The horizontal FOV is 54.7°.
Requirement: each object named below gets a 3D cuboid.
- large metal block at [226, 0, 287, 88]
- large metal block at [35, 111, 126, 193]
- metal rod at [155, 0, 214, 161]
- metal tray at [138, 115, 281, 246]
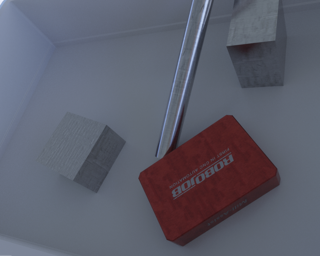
[{"bbox_3d":[0.120,-0.105,0.371,0.050,0.080,0.080,0,62,28],"label":"large metal block"},{"bbox_3d":[-0.108,0.032,0.425,0.080,0.050,0.080,17,70,34],"label":"large metal block"},{"bbox_3d":[0.040,-0.107,0.365,0.025,0.025,0.298,18,98,34],"label":"metal rod"},{"bbox_3d":[0.050,0.056,0.341,0.130,0.030,0.090,-34,52,5],"label":"metal tray"}]
